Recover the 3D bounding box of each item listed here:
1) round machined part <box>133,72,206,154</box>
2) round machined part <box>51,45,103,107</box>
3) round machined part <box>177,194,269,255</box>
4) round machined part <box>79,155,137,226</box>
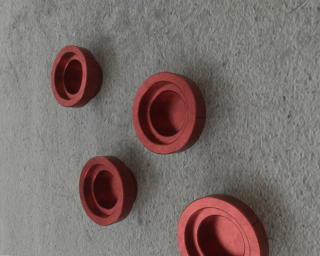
[{"bbox_3d":[0.015,-0.017,0.381,0.098,0.042,0.097,0,90,40],"label":"round machined part"},{"bbox_3d":[-0.131,-0.082,0.502,0.098,0.042,0.097,0,90,40],"label":"round machined part"},{"bbox_3d":[0.070,0.120,0.336,0.098,0.042,0.097,0,90,40],"label":"round machined part"},{"bbox_3d":[-0.072,0.089,0.453,0.098,0.042,0.097,0,90,40],"label":"round machined part"}]
